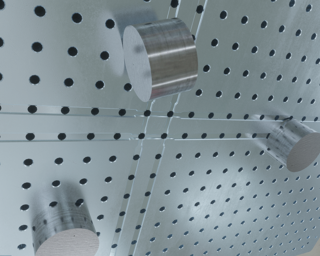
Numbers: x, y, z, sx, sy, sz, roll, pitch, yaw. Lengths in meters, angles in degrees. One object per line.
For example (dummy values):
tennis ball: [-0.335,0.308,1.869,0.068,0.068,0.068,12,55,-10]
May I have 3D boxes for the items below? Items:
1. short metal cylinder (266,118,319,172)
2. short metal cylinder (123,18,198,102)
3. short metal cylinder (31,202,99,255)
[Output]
short metal cylinder: [0.235,0.030,0.542,0.081,0.050,0.079,-14,124,-21]
short metal cylinder: [-0.002,-0.072,0.330,0.050,0.080,0.079,-17,125,-19]
short metal cylinder: [-0.128,0.147,0.416,0.081,0.050,0.079,-14,124,-21]
